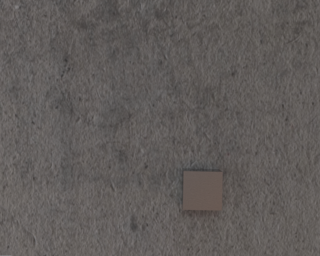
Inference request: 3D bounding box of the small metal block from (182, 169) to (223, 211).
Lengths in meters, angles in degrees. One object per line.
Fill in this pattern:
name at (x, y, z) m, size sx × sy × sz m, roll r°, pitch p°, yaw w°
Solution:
small metal block at (0.055, 0.081, 0.410) m, size 0.050 × 0.025 × 0.050 m, roll 1°, pitch 90°, yaw 0°
